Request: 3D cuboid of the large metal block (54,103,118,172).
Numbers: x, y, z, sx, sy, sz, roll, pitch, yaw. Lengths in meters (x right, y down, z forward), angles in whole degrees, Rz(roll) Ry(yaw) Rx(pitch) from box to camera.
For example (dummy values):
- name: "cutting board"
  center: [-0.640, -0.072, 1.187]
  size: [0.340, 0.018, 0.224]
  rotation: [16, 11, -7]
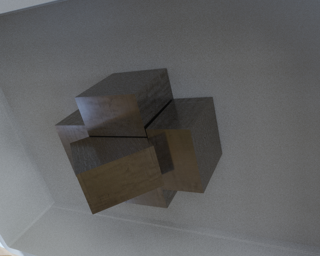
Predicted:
- name: "large metal block"
  center: [-0.084, 0.013, 0.425]
  size: [0.050, 0.080, 0.080]
  rotation: [0, 119, 28]

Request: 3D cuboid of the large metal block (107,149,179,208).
- name: "large metal block"
  center: [-0.015, 0.057, 0.415]
  size: [0.080, 0.080, 0.050]
  rotation: [0, 118, 28]

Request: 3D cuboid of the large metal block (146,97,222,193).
- name: "large metal block"
  center: [0.033, 0.017, 0.362]
  size: [0.050, 0.080, 0.080]
  rotation: [0, 118, 28]

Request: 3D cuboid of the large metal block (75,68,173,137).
- name: "large metal block"
  center: [-0.039, -0.032, 0.372]
  size: [0.080, 0.080, 0.050]
  rotation: [0, 118, 28]

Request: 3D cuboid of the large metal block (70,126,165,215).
- name: "large metal block"
  center: [-0.051, 0.040, 0.350]
  size: [0.081, 0.080, 0.050]
  rotation: [-20, 115, -12]
